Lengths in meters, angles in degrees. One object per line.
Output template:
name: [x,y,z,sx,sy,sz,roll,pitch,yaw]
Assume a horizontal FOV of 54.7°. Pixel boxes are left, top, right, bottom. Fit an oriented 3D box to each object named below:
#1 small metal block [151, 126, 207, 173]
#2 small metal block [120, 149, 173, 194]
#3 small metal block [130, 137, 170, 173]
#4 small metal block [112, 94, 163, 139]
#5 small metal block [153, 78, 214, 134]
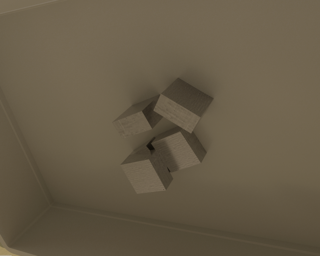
small metal block: [0.025,0.027,0.412,0.050,0.025,0.050,-24,105,36]
small metal block: [-0.018,0.060,0.423,0.050,0.025,0.050,-15,111,34]
small metal block: [-0.013,0.048,0.446,0.050,0.025,0.050,49,129,-7]
small metal block: [-0.024,-0.015,0.396,0.050,0.050,0.025,-18,109,35]
small metal block: [0.028,-0.027,0.361,0.050,0.050,0.025,32,129,7]
